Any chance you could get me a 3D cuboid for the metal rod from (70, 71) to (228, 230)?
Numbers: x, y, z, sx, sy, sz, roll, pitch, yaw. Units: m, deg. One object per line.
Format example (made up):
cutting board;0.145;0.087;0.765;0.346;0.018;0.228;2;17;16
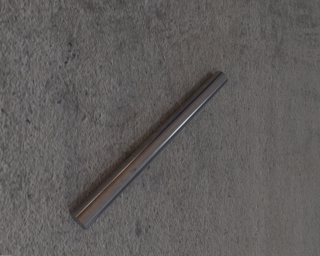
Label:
metal rod;0.004;0.011;0.412;0.301;0.025;0.025;-44;117;-31
